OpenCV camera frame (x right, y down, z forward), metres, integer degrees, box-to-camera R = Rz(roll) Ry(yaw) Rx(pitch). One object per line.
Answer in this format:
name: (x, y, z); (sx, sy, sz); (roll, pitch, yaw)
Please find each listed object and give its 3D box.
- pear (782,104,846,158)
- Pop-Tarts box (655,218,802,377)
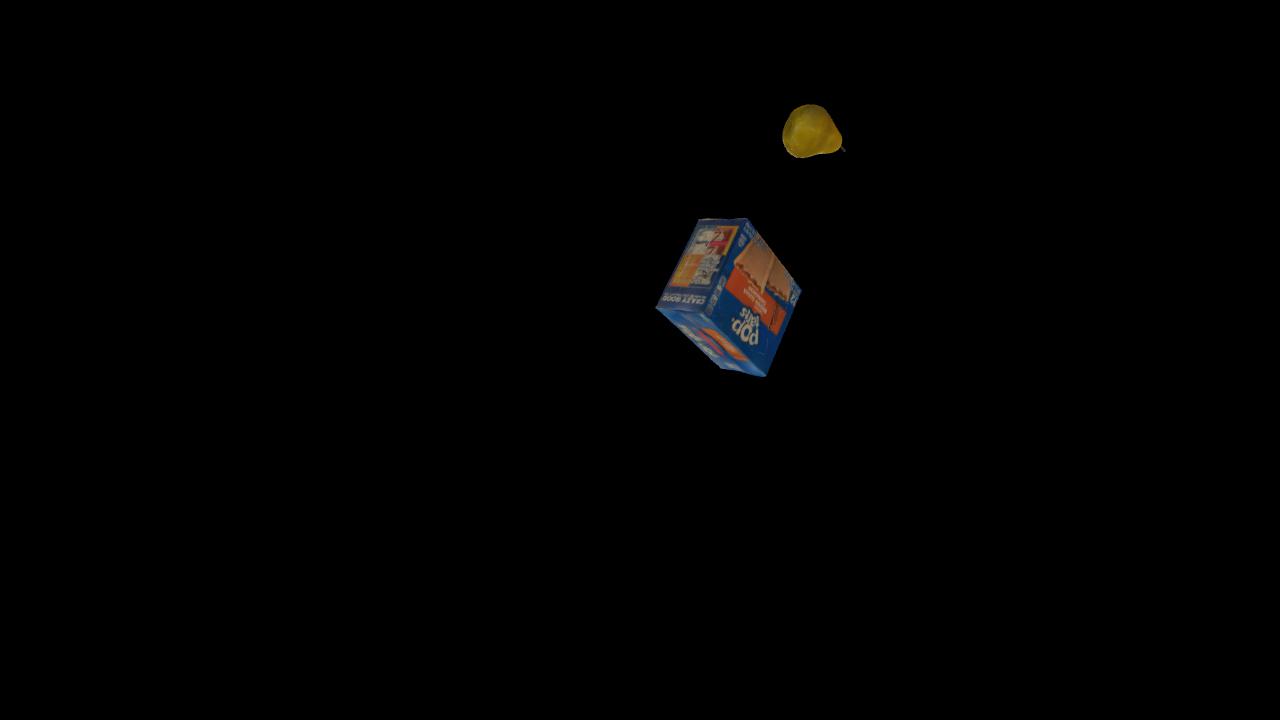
pear: (0.280, -0.347, 0.950); (0.111, 0.080, 0.080); (9, -2, -13)
Pop-Tarts box: (0.123, -0.081, 0.816); (0.083, 0.141, 0.167); (11, -21, 46)
